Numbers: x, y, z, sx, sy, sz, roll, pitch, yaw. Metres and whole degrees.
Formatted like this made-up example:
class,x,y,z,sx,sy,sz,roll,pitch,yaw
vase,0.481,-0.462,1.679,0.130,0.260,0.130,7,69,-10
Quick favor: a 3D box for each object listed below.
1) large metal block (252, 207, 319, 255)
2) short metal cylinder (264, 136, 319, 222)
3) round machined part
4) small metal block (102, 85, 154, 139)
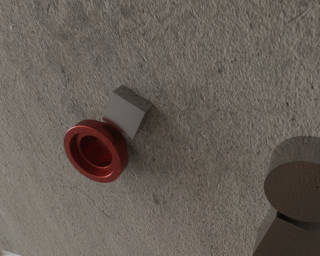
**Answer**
class,x,y,z,sx,sy,sz,roll,pitch,yaw
large metal block,0.171,0.135,0.384,0.080,0.050,0.079,22,127,14
short metal cylinder,0.160,0.055,0.340,0.080,0.050,0.079,13,124,20
round machined part,-0.089,0.030,0.459,0.098,0.042,0.097,13,124,20
small metal block,-0.043,-0.021,0.415,0.050,0.025,0.050,33,128,6
